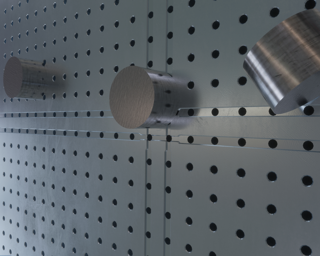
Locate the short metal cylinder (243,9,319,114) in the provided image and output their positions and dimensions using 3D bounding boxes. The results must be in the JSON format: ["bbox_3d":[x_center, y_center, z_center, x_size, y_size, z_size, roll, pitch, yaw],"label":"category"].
[{"bbox_3d":[0.122,-0.056,0.273,0.080,0.081,0.050,-41,65,32],"label":"short metal cylinder"}]

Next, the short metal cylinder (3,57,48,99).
[{"bbox_3d":[-0.267,-0.097,0.614,0.080,0.050,0.079,0,90,40],"label":"short metal cylinder"}]

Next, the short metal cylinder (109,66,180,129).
[{"bbox_3d":[-0.021,-0.039,0.411,0.080,0.050,0.079,0,90,40],"label":"short metal cylinder"}]
